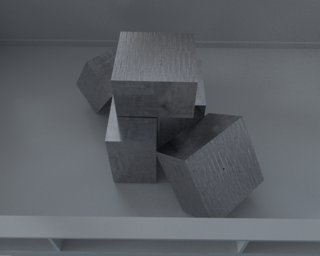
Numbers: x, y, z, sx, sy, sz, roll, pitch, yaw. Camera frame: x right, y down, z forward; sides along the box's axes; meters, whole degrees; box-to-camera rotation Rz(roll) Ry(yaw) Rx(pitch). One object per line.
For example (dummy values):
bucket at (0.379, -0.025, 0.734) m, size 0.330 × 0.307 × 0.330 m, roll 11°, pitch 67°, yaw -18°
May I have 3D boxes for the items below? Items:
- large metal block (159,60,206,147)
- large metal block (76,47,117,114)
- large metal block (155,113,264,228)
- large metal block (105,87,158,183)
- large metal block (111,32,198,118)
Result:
large metal block at (0.025, -0.030, 0.391) m, size 0.050 × 0.080 × 0.080 m, roll 1°, pitch 50°, yaw 0°
large metal block at (-0.058, -0.069, 0.415) m, size 0.080 × 0.080 × 0.050 m, roll -35°, pitch 94°, yaw -26°
large metal block at (0.054, 0.040, 0.324) m, size 0.080 × 0.080 × 0.050 m, roll -34°, pitch 23°, yaw -25°
large metal block at (-0.028, 0.009, 0.360) m, size 0.050 × 0.080 × 0.080 m, roll 1°, pitch 50°, yaw 0°
large metal block at (-0.004, -0.058, 0.331) m, size 0.080 × 0.050 × 0.080 m, roll 1°, pitch 50°, yaw 1°
